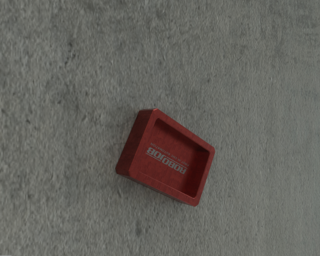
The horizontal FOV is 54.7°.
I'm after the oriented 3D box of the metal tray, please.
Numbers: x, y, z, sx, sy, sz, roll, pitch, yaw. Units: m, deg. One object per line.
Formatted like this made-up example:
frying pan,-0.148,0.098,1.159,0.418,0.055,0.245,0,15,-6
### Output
metal tray,0.013,0.042,0.414,0.130,0.030,0.090,33,70,-35
